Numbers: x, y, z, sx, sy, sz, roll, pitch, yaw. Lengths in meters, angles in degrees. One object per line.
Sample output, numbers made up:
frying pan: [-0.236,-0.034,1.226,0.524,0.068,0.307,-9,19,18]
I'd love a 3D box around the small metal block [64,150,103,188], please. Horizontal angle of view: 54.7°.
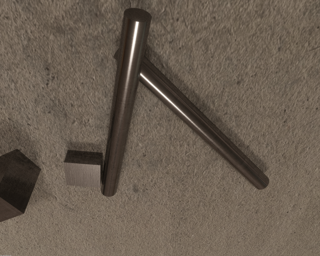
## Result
small metal block: [-0.112,0.061,0.457,0.050,0.025,0.050,5,130,-5]

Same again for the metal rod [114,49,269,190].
metal rod: [0.059,0.000,0.407,0.025,0.025,0.301,-34,123,25]

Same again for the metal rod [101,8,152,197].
metal rod: [-0.050,-0.002,0.383,0.025,0.025,0.298,9,136,-8]

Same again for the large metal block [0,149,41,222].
large metal block: [-0.229,0.086,0.441,0.080,0.080,0.050,-22,127,17]
